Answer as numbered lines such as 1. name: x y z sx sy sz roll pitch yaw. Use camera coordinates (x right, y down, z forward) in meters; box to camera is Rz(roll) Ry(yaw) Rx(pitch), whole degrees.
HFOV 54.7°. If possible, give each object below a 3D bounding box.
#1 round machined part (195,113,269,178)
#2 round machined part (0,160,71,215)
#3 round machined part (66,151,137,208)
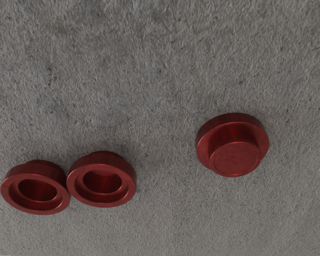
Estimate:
1. round machined part: 0.099 0.030 0.422 0.099 0.042 0.097 0 130 0
2. round machined part: -0.181 0.086 0.467 0.099 0.042 0.097 0 130 0
3. round machined part: -0.083 0.071 0.456 0.099 0.042 0.097 0 130 0
